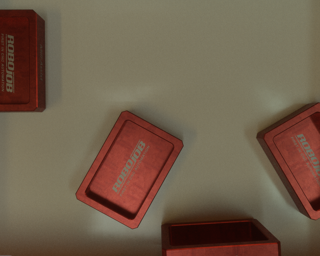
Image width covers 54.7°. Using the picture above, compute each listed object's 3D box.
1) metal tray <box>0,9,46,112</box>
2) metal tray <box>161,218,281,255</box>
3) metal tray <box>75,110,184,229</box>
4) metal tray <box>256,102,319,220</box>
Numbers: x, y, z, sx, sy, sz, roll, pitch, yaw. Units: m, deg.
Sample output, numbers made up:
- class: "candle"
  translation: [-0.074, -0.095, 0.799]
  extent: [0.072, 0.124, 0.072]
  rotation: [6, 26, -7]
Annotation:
- class: "metal tray"
  translation: [-0.201, -0.085, 0.406]
  extent: [0.091, 0.030, 0.129]
  rotation: [-1, 90, -1]
- class: "metal tray"
  translation: [0.068, 0.143, 0.379]
  extent: [0.131, 0.090, 0.030]
  rotation: [-3, 90, -1]
- class: "metal tray"
  translation: [-0.039, 0.053, 0.408]
  extent: [0.090, 0.030, 0.130]
  rotation: [29, 90, -1]
- class: "metal tray"
  translation: [0.202, 0.043, 0.411]
  extent: [0.090, 0.030, 0.130]
  rotation: [-31, 90, -1]
